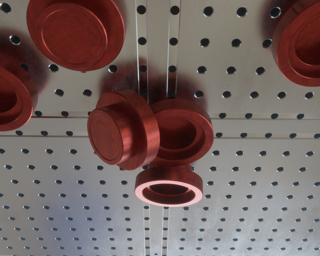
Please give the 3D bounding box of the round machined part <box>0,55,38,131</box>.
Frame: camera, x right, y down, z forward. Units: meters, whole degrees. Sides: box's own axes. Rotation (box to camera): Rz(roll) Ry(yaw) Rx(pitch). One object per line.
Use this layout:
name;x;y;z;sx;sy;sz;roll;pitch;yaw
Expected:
round machined part;-0.192;-0.046;0.360;0.099;0.042;0.097;0;130;0

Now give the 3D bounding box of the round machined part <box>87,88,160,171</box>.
round machined part;-0.050;0.005;0.367;0.042;0.098;0.097;-22;145;-41

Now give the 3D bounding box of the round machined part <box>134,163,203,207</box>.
round machined part;0.014;0.078;0.457;0.098;0.042;0.098;3;145;2

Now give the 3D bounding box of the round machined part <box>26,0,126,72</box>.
round machined part;-0.085;-0.100;0.315;0.099;0.042;0.097;0;130;0

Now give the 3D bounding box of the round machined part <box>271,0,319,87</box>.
round machined part;0.165;-0.095;0.321;0.099;0.042;0.097;0;130;0

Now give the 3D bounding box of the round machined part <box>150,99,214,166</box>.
round machined part;0.018;0.001;0.402;0.099;0.042;0.097;0;130;0
